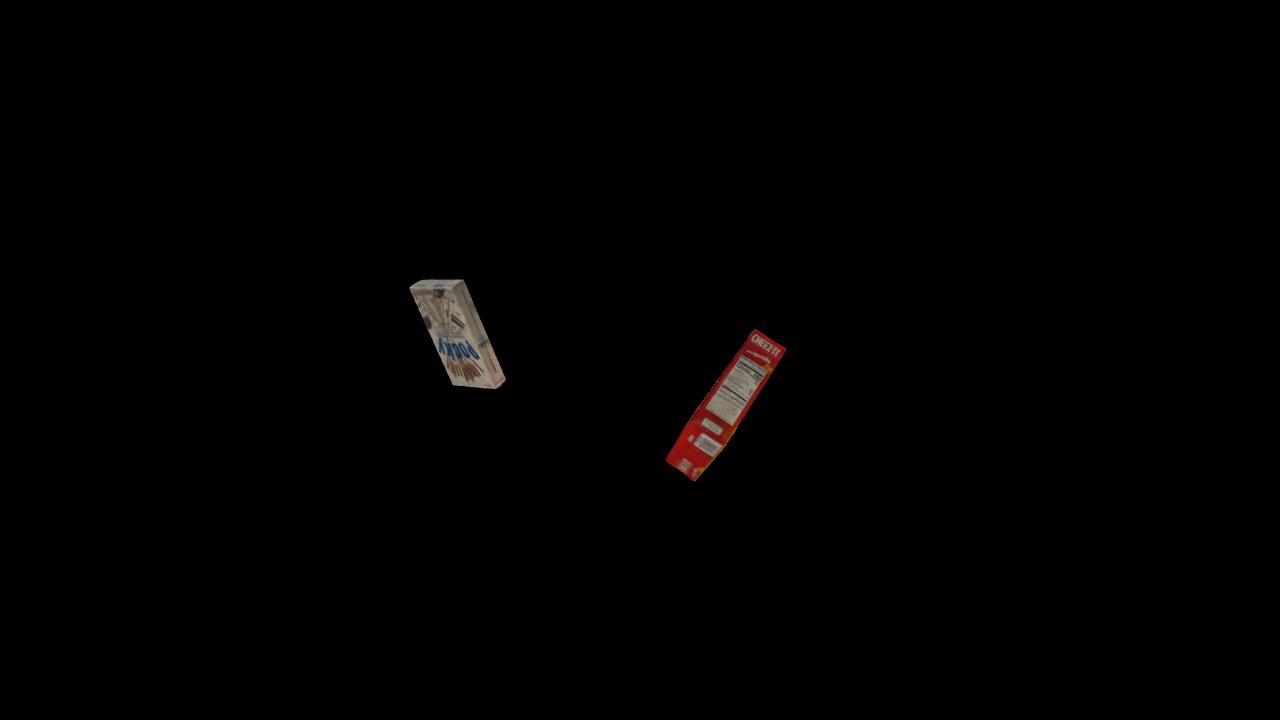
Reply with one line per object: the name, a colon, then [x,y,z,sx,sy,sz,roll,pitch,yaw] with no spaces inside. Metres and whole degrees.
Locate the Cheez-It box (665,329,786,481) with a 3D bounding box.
Cheez-It box: [0.142,0.076,1.021,0.071,0.223,0.166,35,-32,9]

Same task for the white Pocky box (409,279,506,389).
white Pocky box: [-0.239,-0.033,0.812,0.084,0.154,0.028,3,34,30]
